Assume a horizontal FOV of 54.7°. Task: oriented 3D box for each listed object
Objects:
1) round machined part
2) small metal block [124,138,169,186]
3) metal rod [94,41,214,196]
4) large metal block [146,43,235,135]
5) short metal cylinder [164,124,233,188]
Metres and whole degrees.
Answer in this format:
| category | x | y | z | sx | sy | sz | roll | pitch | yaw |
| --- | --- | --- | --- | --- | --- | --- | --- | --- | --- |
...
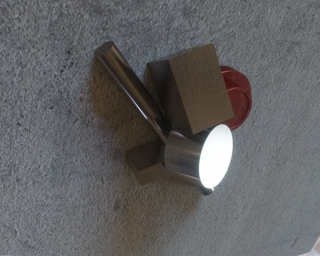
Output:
| category | x | y | z | sx | sy | sz | roll | pitch | yaw |
| --- | --- | --- | --- | --- | --- | --- | --- | --- | --- |
| round machined part | 0.086 | -0.032 | 0.426 | 0.099 | 0.042 | 0.097 | -14 | 125 | -21 |
| small metal block | -0.013 | 0.044 | 0.414 | 0.050 | 0.050 | 0.025 | -20 | 126 | -18 |
| metal rod | 0.010 | 0.009 | 0.421 | 0.025 | 0.025 | 0.300 | -39 | 130 | -3 |
| large metal block | 0.032 | -0.045 | 0.350 | 0.050 | 0.080 | 0.080 | -23 | 105 | -13 |
| short metal cylinder | 0.050 | 0.030 | 0.392 | 0.081 | 0.050 | 0.079 | -19 | 115 | -48 |
